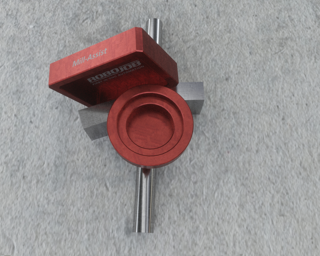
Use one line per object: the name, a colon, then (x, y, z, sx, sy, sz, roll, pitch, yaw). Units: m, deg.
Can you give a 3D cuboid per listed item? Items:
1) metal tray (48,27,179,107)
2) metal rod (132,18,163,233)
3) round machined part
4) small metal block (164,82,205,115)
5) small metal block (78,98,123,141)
metal tray: (-0.055, -0.064, 0.373, 0.130, 0.090, 0.030, -15, 67, 26)
metal rod: (-0.014, -0.017, 0.415, 0.025, 0.025, 0.299, 2, 70, 0)
round machined part: (-0.011, 0.000, 0.371, 0.099, 0.042, 0.098, 1, 73, -2)
small metal block: (0.030, -0.038, 0.410, 0.050, 0.050, 0.025, -1, 70, -1)
small metal block: (-0.072, -0.010, 0.399, 0.050, 0.050, 0.025, -18, 71, -7)
